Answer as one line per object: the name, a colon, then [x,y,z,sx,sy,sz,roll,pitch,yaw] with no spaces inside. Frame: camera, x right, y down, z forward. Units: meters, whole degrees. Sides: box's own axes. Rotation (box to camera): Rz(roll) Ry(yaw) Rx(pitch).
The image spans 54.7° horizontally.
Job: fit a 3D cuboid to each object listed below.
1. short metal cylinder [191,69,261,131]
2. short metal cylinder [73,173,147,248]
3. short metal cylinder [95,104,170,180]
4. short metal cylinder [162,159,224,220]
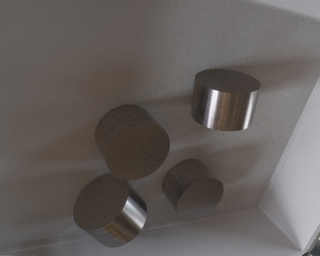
short metal cylinder: [0.082,-0.038,0.394,0.081,0.080,0.050,-10,123,-23]
short metal cylinder: [-0.064,0.106,0.404,0.080,0.080,0.050,-36,129,-4]
short metal cylinder: [-0.035,0.017,0.384,0.081,0.050,0.079,-14,124,-21]
short metal cylinder: [0.050,0.095,0.478,0.081,0.050,0.079,-14,124,-21]
